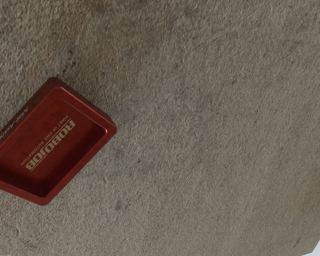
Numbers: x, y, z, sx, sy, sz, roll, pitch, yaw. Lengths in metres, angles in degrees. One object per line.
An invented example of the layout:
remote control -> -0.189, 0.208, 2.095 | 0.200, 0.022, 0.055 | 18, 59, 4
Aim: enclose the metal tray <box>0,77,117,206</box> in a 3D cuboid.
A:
metal tray -> -0.125, 0.019, 0.346 | 0.130, 0.030, 0.090 | -46, 129, 4
